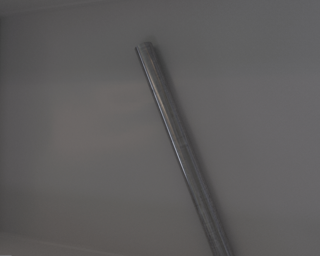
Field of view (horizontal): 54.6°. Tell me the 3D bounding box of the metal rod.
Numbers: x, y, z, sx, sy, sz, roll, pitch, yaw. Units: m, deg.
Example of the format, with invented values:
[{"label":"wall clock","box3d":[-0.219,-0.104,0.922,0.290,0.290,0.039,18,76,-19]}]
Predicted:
[{"label":"metal rod","box3d":[0.030,0.029,0.400,0.025,0.025,0.299,-23,82,18]}]
